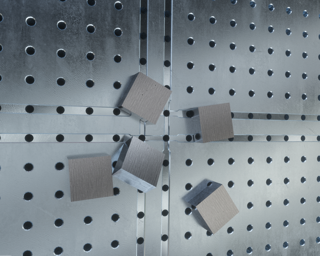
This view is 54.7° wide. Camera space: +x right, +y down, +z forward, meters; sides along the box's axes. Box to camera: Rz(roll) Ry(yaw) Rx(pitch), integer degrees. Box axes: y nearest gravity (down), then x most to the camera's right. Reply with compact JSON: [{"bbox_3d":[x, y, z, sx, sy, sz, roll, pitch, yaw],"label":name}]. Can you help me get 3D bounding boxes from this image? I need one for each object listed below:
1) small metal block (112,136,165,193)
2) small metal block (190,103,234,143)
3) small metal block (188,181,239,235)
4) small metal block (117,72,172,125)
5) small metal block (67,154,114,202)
[{"bbox_3d":[-0.026,0.046,0.392,0.050,0.025,0.050,32,49,-18],"label":"small metal block"},{"bbox_3d":[0.074,-0.008,0.442,0.050,0.025,0.050,-9,93,-20],"label":"small metal block"},{"bbox_3d":[0.077,0.113,0.443,0.050,0.025,0.050,-36,102,-17],"label":"small metal block"},{"bbox_3d":[-0.020,-0.038,0.406,0.050,0.025,0.050,29,80,-18],"label":"small metal block"},{"bbox_3d":[-0.086,0.060,0.382,0.050,0.025,0.050,-4,92,-20],"label":"small metal block"}]
